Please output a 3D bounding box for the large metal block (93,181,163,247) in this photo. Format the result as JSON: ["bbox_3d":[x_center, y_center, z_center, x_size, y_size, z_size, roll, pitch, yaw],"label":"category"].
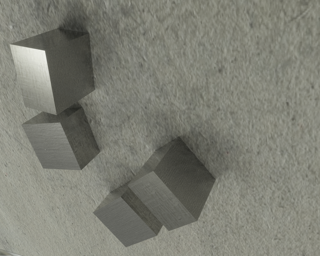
[{"bbox_3d":[-0.046,0.136,0.497,0.080,0.050,0.080,49,128,-7],"label":"large metal block"}]

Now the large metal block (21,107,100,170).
[{"bbox_3d":[-0.151,0.017,0.478,0.080,0.050,0.080,-2,118,29],"label":"large metal block"}]

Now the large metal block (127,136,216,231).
[{"bbox_3d":[0.018,0.071,0.404,0.050,0.080,0.080,-34,99,38],"label":"large metal block"}]

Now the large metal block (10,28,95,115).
[{"bbox_3d":[-0.130,-0.074,0.392,0.050,0.080,0.079,14,124,20],"label":"large metal block"}]
